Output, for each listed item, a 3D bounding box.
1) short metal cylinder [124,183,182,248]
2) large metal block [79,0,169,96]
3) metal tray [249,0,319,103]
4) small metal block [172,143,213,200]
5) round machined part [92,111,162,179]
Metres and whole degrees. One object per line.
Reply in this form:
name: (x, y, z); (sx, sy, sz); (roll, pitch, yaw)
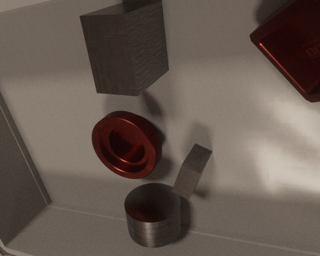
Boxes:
short metal cylinder: (-0.009, 0.126, 0.455); (0.080, 0.080, 0.050); (10, 123, 22)
large metal block: (-0.033, -0.088, 0.334); (0.050, 0.080, 0.079); (7, 122, 24)
metal tray: (0.132, -0.066, 0.239); (0.030, 0.130, 0.090); (-45, 94, -3)
small metal block: (0.042, 0.056, 0.404); (0.025, 0.050, 0.050); (26, 127, 12)
round machined part: (-0.041, 0.019, 0.430); (0.098, 0.042, 0.097); (13, 124, 20)
